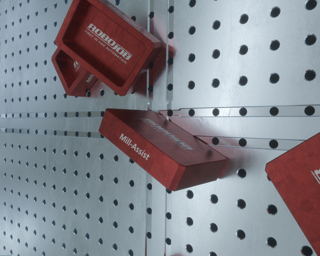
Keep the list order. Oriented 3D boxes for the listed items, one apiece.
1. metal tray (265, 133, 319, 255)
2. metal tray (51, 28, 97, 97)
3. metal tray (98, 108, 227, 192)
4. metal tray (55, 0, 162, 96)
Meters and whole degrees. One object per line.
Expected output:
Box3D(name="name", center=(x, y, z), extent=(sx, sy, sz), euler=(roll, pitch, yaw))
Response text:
Box3D(name="metal tray", center=(0.166, 0.067, 0.269), extent=(0.090, 0.030, 0.130), euler=(-41, 65, 32))
Box3D(name="metal tray", center=(-0.124, -0.125, 0.510), extent=(0.129, 0.030, 0.090), euler=(-44, 64, 31))
Box3D(name="metal tray", center=(0.001, 0.019, 0.366), extent=(0.130, 0.091, 0.030), euler=(34, 112, 35))
Box3D(name="metal tray", center=(-0.074, -0.118, 0.433), extent=(0.130, 0.030, 0.090), euler=(39, 116, 5))
